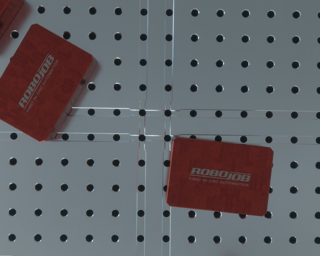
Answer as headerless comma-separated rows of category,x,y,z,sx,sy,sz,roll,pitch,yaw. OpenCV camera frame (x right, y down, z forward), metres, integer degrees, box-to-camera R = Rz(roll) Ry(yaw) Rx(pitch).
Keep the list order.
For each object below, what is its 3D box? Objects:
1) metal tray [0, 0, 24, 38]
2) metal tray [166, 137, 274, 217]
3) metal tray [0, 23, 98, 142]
metal tray,-0.262,-0.173,0.407,0.130,0.030,0.090,33,90,-1
metal tray,0.077,0.063,0.412,0.131,0.030,0.089,6,90,-1
metal tray,-0.155,-0.058,0.409,0.090,0.030,0.130,30,90,-1
